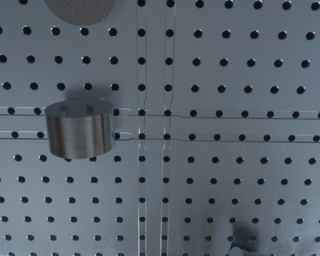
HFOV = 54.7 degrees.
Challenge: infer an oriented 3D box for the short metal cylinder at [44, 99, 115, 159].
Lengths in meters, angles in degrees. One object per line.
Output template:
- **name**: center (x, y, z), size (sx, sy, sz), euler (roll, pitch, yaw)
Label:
- **short metal cylinder**: center (-0.097, -0.002, 0.382), size (0.081, 0.080, 0.050), euler (0, 110, -1)

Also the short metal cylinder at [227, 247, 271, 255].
- **short metal cylinder**: center (0.135, 0.228, 0.470), size (0.050, 0.080, 0.079), euler (15, 109, -6)

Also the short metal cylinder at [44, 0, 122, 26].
- **short metal cylinder**: center (-0.083, -0.155, 0.342), size (0.081, 0.050, 0.079), euler (0, 110, -1)
